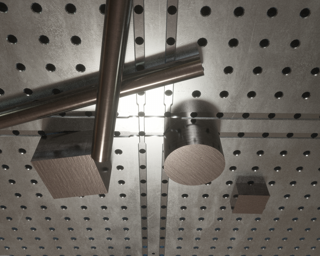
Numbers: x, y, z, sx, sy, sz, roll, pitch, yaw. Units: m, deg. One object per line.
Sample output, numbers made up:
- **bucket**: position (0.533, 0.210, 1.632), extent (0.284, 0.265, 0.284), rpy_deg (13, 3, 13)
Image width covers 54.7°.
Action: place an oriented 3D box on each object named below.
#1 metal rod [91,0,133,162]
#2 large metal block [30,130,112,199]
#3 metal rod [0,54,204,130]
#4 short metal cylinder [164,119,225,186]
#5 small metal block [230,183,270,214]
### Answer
- **metal rod**: position (-0.046, -0.087, 0.313), extent (0.025, 0.025, 0.298), rpy_deg (8, 123, -8)
- **large metal block**: position (-0.120, 0.052, 0.438), extent (0.080, 0.050, 0.080), rpy_deg (-7, 130, 5)
- **metal rod**: position (-0.097, -0.037, 0.378), extent (0.301, 0.025, 0.025), rpy_deg (-14, 129, 10)
- **short metal cylinder**: position (0.045, 0.034, 0.425), extent (0.081, 0.050, 0.079), rpy_deg (0, 130, 0)
- **small metal block**: position (0.148, 0.117, 0.514), extent (0.050, 0.025, 0.050), rpy_deg (2, 130, -2)
